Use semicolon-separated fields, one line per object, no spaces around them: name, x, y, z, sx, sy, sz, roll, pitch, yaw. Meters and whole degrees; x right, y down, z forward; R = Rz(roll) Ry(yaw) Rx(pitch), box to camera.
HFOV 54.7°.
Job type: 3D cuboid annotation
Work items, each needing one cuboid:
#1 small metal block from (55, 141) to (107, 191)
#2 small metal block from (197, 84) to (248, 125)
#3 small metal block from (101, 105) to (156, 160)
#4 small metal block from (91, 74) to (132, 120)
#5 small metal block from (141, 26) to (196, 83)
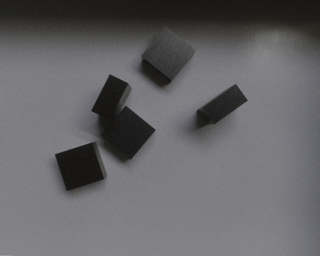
small metal block;-0.103;0.050;0.410;0.050;0.025;0.050;-18;90;-1
small metal block;0.079;-0.029;0.400;0.050;0.050;0.025;-35;90;0
small metal block;-0.041;0.006;0.411;0.050;0.025;0.050;39;90;-1
small metal block;-0.061;-0.037;0.398;0.025;0.050;0.050;27;90;0
small metal block;0.011;-0.097;0.412;0.050;0.025;0.050;39;90;-1
